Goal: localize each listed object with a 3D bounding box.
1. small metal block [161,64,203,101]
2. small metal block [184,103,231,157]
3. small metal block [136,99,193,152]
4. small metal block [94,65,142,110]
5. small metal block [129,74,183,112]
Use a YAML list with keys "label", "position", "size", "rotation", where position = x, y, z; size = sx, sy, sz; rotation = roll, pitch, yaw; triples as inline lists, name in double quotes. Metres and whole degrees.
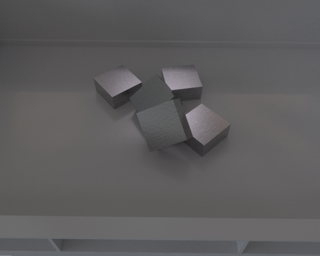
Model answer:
- label: "small metal block"
  position: [0.031, -0.066, 0.461]
  size: [0.050, 0.025, 0.050]
  rotation: [-8, 51, -7]
- label: "small metal block"
  position: [0.055, 0.002, 0.404]
  size: [0.050, 0.025, 0.050]
  rotation: [-35, 59, -26]
- label: "small metal block"
  position: [0.006, -0.004, 0.378]
  size: [0.050, 0.025, 0.050]
  rotation: [-20, 89, 23]
- label: "small metal block"
  position: [-0.061, -0.061, 0.456]
  size: [0.050, 0.025, 0.050]
  rotation: [-31, 57, -23]
- label: "small metal block"
  position: [-0.006, -0.037, 0.420]
  size: [0.050, 0.025, 0.050]
  rotation: [-41, 55, 10]
